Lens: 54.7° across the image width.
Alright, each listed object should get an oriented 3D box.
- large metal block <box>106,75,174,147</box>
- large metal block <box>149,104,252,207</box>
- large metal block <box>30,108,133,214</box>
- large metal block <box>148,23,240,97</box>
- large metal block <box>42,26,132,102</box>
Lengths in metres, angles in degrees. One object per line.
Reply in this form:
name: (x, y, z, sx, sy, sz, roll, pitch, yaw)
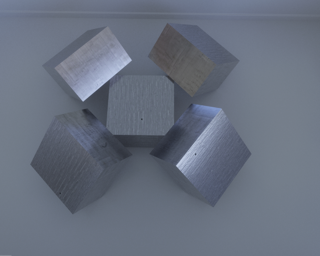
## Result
large metal block: (-0.023, -0.021, 0.401, 0.080, 0.050, 0.080, 1, 70, 0)
large metal block: (0.049, 0.030, 0.361, 0.080, 0.050, 0.080, -50, 122, -16)
large metal block: (-0.092, 0.037, 0.359, 0.080, 0.050, 0.080, 44, 120, 14)
large metal block: (0.046, -0.091, 0.406, 0.080, 0.050, 0.081, 45, 33, 15)
large metal block: (-0.096, -0.084, 0.400, 0.080, 0.080, 0.050, -44, 119, -15)
